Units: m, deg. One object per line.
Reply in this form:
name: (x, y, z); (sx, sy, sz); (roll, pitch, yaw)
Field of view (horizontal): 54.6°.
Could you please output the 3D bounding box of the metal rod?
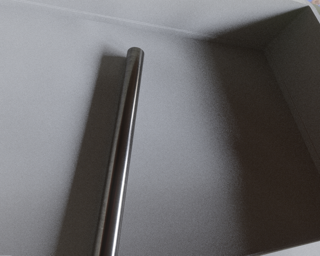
metal rod: (-0.045, 0.017, 0.370); (0.025, 0.025, 0.300); (17, 55, -19)
